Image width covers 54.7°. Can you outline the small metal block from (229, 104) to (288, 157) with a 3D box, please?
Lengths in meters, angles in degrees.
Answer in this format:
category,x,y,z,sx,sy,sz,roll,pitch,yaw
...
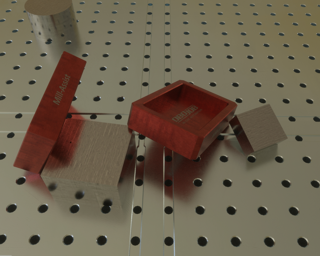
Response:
category,x,y,z,sx,sy,sz,roll,pitch,yaw
small metal block,0.125,0.003,0.396,0.050,0.025,0.050,-19,75,-16

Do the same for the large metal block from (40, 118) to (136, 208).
category,x,y,z,sx,sy,sz,roll,pitch,yaw
large metal block,-0.076,0.039,0.358,0.080,0.050,0.080,7,50,5

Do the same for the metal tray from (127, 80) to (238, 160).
category,x,y,z,sx,sy,sz,roll,pitch,yaw
metal tray,0.033,-0.017,0.385,0.090,0.030,0.131,27,31,19

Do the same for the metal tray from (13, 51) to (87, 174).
category,x,y,z,sx,sy,sz,roll,pitch,yaw
metal tray,-0.133,-0.021,0.379,0.030,0.090,0.130,24,47,-20

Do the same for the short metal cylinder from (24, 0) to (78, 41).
category,x,y,z,sx,sy,sz,roll,pitch,yaw
short metal cylinder,-0.194,-0.201,0.558,0.081,0.050,0.080,0,50,0
